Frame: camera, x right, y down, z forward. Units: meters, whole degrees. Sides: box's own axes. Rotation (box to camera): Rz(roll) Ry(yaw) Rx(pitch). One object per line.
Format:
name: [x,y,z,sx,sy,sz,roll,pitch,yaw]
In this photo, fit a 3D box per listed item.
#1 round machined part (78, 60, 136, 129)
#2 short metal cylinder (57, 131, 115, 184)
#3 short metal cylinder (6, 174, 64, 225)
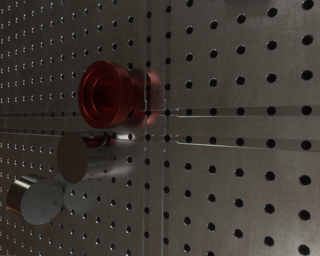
round machined part: [-0.074,-0.048,0.457,0.098,0.042,0.097,0,90,39]
short metal cylinder: [-0.118,0.045,0.487,0.080,0.050,0.079,0,90,39]
short metal cylinder: [-0.222,0.126,0.553,0.050,0.081,0.079,6,94,39]
